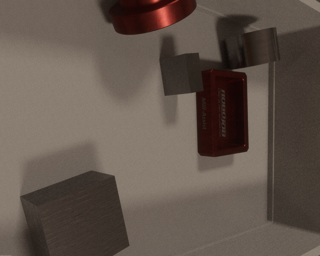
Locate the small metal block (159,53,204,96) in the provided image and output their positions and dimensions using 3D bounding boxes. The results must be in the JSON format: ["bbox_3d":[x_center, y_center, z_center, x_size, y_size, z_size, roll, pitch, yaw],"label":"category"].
[{"bbox_3d":[0.028,-0.071,0.416,0.025,0.050,0.050,-15,100,-39],"label":"small metal block"}]

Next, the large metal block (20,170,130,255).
[{"bbox_3d":[-0.086,0.097,0.320,0.081,0.050,0.079,-18,102,-39],"label":"large metal block"}]

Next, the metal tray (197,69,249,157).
[{"bbox_3d":[0.100,-0.024,0.489,0.091,0.030,0.129,-4,92,-40],"label":"metal tray"}]

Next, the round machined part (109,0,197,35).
[{"bbox_3d":[-0.012,-0.145,0.346,0.098,0.098,0.042,-45,132,-31],"label":"round machined part"}]

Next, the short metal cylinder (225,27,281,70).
[{"bbox_3d":[0.148,-0.127,0.497,0.081,0.080,0.050,-21,103,-38],"label":"short metal cylinder"}]
